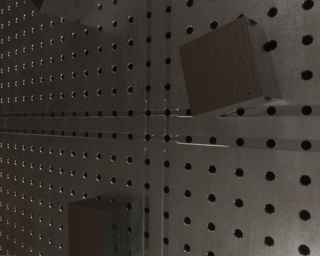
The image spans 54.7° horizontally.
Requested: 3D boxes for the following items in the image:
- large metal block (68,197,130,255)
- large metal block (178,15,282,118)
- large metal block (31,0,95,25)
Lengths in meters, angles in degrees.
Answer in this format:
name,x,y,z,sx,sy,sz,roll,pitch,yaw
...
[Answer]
name,x,y,z,sx,sy,sz,roll,pitch,yaw
large metal block,-0.093,0.154,0.467,0.080,0.050,0.079,-2,89,39
large metal block,0.073,-0.060,0.331,0.080,0.050,0.080,-16,80,38
large metal block,-0.151,-0.223,0.495,0.050,0.081,0.080,50,119,28
